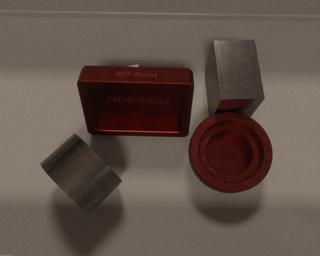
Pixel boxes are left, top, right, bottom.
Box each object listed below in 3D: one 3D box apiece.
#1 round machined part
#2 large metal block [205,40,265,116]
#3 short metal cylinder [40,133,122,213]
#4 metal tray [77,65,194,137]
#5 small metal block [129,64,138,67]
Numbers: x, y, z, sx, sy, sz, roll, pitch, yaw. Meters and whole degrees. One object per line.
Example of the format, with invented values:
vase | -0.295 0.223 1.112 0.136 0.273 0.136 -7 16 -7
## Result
round machined part | 0.085 0.032 0.388 0.099 0.042 0.098 0 74 0
large metal block | 0.092 -0.057 0.402 0.050 0.080 0.080 -2 70 -1
short metal cylinder | -0.090 0.052 0.360 0.080 0.080 0.050 42 75 13
metal tray | -0.027 -0.030 0.383 0.131 0.089 0.030 1 46 0
small metal block | -0.050 -0.057 0.417 0.050 0.050 0.025 -12 71 -5
